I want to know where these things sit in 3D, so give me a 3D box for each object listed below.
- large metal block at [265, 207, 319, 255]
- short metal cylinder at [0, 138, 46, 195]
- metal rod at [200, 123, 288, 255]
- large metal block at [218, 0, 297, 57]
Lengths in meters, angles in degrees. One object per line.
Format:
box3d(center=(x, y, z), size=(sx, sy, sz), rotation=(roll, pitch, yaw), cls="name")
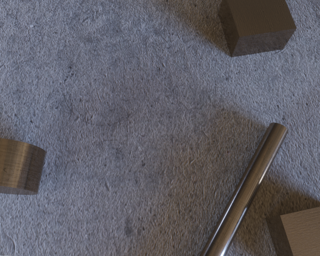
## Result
box3d(center=(0.178, 0.132, 0.349), size=(0.081, 0.050, 0.080), rotation=(-11, 71, -5), cls="large metal block")
box3d(center=(-0.180, 0.047, 0.360), size=(0.081, 0.080, 0.050), rotation=(4, 70, 1), cls="short metal cylinder")
box3d(center=(0.078, 0.120, 0.365), size=(0.025, 0.025, 0.300), rotation=(30, 72, 10), cls="metal rod")
box3d(center=(0.139, -0.157, 0.454), size=(0.081, 0.050, 0.080), rotation=(-10, 70, -4), cls="large metal block")
